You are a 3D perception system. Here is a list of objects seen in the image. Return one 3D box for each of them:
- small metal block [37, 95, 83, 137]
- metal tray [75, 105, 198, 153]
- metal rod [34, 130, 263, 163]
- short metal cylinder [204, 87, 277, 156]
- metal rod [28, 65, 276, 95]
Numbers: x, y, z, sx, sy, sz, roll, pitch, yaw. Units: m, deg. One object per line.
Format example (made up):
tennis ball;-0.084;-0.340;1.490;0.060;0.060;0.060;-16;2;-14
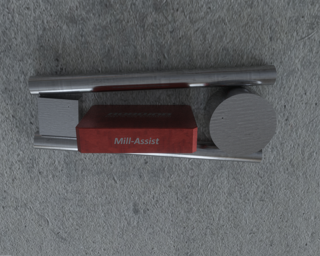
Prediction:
small metal block;-0.129;-0.017;0.404;0.050;0.025;0.050;4;110;-2
metal tray;-0.025;-0.002;0.374;0.131;0.090;0.030;0;110;0
metal rod;-0.014;0.026;0.420;0.302;0.025;0.025;4;110;-2
short metal cylinder;0.099;-0.011;0.394;0.081;0.050;0.079;0;110;0
metal rod;-0.009;-0.060;0.389;0.302;0.025;0.025;-2;110;0
